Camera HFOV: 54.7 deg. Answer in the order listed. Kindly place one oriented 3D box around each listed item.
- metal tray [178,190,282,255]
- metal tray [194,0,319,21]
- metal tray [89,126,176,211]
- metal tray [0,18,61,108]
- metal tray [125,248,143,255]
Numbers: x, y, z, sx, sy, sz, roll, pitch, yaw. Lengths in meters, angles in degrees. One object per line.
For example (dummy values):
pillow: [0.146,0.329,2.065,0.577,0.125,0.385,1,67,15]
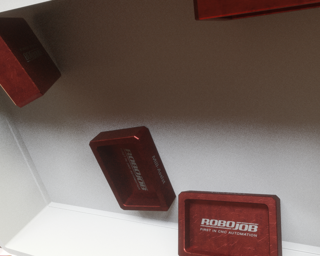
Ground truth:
metal tray: [0.089,0.132,0.409,0.130,0.030,0.090,-3,81,29]
metal tray: [0.102,-0.109,0.242,0.130,0.090,0.030,1,107,27]
metal tray: [-0.040,0.064,0.464,0.090,0.030,0.129,-8,115,31]
metal tray: [-0.167,-0.084,0.373,0.030,0.130,0.090,-29,111,3]
metal tray: [-0.050,0.304,0.620,0.090,0.030,0.129,34,129,5]
